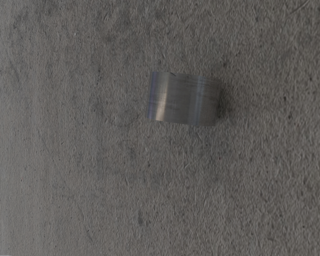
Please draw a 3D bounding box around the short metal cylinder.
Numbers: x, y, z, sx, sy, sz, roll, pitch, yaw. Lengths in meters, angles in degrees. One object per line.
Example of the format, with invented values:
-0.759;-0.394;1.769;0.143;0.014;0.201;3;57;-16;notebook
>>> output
0.026;-0.033;0.349;0.080;0.081;0.050;12;98;39;short metal cylinder
